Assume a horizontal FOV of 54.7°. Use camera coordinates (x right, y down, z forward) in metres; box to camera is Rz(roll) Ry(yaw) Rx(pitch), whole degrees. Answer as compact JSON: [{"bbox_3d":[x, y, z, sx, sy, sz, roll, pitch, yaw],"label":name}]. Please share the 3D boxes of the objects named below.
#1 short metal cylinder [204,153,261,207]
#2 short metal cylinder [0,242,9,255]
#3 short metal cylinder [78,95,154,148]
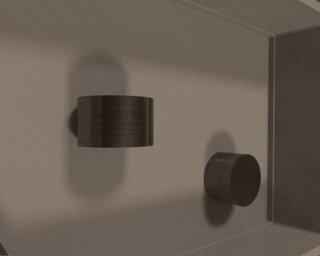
[{"bbox_3d":[0.115,0.080,0.490,0.081,0.050,0.079,0,90,-40],"label":"short metal cylinder"},{"bbox_3d":[-0.159,0.121,0.239,0.081,0.080,0.050,-33,111,-35],"label":"short metal cylinder"},{"bbox_3d":[-0.047,-0.007,0.333,0.081,0.080,0.050,0,91,-40],"label":"short metal cylinder"}]
